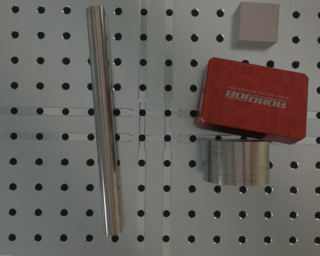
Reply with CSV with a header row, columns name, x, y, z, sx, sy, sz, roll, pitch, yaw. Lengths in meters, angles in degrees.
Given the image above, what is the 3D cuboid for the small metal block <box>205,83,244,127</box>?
name,x,y,z,sx,sy,sz,roll,pitch,yaw
small metal block,0.088,-0.029,0.415,0.050,0.025,0.050,11,90,-1

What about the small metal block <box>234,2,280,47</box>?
name,x,y,z,sx,sy,sz,roll,pitch,yaw
small metal block,0.129,-0.138,0.415,0.050,0.025,0.050,3,90,-1

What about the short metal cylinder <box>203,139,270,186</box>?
name,x,y,z,sx,sy,sz,roll,pitch,yaw
short metal cylinder,0.095,0.040,0.387,0.081,0.080,0.050,0,91,-1

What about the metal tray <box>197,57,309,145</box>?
name,x,y,z,sx,sy,sz,roll,pitch,yaw
metal tray,0.120,-0.035,0.401,0.131,0.030,0.090,10,75,-1

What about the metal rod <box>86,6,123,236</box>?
name,x,y,z,sx,sy,sz,roll,pitch,yaw
metal rod,-0.074,-0.009,0.412,0.025,0.025,0.298,-4,90,-1
